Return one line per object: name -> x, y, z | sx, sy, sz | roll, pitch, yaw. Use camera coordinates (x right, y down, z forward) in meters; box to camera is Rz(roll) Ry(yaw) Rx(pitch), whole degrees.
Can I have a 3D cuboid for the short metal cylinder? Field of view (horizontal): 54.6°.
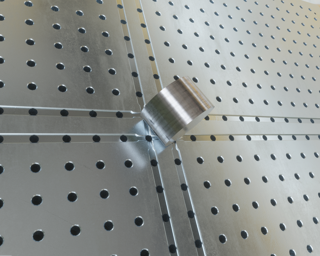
short metal cylinder -> 0.022, -0.021, 0.396 | 0.081, 0.080, 0.050 | -32, 79, -38
